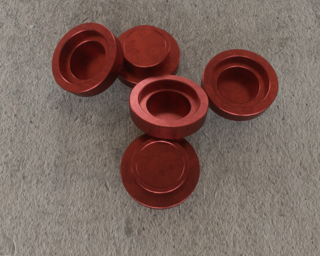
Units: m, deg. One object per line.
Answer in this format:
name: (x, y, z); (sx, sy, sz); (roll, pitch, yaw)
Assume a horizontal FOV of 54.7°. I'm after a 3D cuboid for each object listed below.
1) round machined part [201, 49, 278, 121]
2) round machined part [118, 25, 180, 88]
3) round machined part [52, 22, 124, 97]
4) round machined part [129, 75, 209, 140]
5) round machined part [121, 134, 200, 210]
round machined part: (0.105, -0.054, 0.421); (0.099, 0.042, 0.098); (0, 70, -1)
round machined part: (-0.020, -0.105, 0.438); (0.099, 0.042, 0.098); (0, 70, -1)
round machined part: (-0.093, -0.088, 0.420); (0.098, 0.042, 0.098); (-5, 76, 20)
round machined part: (0.011, -0.022, 0.397); (0.099, 0.042, 0.098); (2, 47, -2)
round machined part: (0.000, 0.049, 0.382); (0.099, 0.042, 0.098); (0, 70, -1)
